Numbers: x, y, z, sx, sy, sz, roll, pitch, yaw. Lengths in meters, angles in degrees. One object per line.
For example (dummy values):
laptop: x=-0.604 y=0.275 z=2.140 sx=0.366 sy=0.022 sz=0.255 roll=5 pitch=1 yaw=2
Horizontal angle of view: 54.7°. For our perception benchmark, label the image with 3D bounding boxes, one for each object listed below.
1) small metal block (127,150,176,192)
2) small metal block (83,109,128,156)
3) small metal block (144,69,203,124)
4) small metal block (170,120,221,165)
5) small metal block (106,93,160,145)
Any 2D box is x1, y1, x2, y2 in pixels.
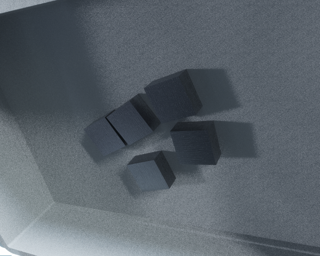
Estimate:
small metal block: x=-0.012 y=0.064 z=0.455 sx=0.050 sy=0.025 sz=0.050 roll=-15 pitch=111 yaw=34
small metal block: x=-0.075 y=0.008 z=0.453 sx=0.050 sy=0.025 sz=0.050 roll=-25 pitch=105 yaw=37
small metal block: x=0.016 y=-0.038 z=0.377 sx=0.050 sy=0.025 sz=0.050 roll=-14 pitch=111 yaw=34
small metal block: x=0.046 y=0.019 z=0.396 sx=0.050 sy=0.025 sz=0.050 roll=-3 pitch=117 yaw=29
small metal block: x=-0.036 y=-0.011 z=0.421 sx=0.050 sy=0.025 sz=0.050 roll=-30 pitch=102 yaw=38
